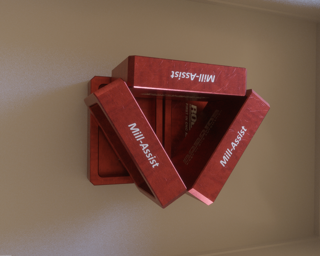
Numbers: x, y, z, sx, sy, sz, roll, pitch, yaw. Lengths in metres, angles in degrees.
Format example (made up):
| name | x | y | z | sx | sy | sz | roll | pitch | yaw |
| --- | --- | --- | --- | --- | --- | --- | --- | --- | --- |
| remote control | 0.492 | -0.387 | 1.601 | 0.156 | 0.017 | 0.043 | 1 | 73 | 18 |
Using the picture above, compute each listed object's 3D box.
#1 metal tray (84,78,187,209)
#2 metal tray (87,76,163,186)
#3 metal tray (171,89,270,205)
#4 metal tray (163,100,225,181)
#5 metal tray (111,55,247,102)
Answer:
| name | x | y | z | sx | sy | sz | roll | pitch | yaw |
| --- | --- | --- | --- | --- | --- | --- | --- | --- | --- |
| metal tray | -0.030 | 0.016 | 0.331 | 0.030 | 0.090 | 0.130 | -33 | 101 | -16 |
| metal tray | -0.044 | 0.003 | 0.391 | 0.091 | 0.030 | 0.129 | 0 | 89 | -20 |
| metal tray | 0.061 | 0.018 | 0.364 | 0.030 | 0.090 | 0.130 | 37 | 79 | -16 |
| metal tray | 0.043 | 0.005 | 0.422 | 0.091 | 0.030 | 0.129 | 1 | 89 | -20 |
| metal tray | 0.018 | -0.051 | 0.348 | 0.131 | 0.090 | 0.030 | 2 | 90 | -20 |
